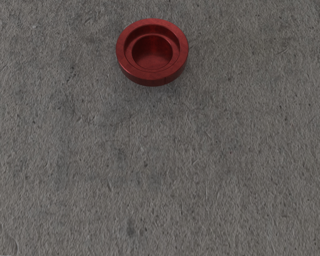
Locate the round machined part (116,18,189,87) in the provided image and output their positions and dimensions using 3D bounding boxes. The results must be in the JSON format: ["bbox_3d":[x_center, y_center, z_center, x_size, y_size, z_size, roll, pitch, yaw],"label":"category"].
[{"bbox_3d":[-0.010,-0.101,0.436,0.099,0.042,0.098,0,70,0],"label":"round machined part"}]
